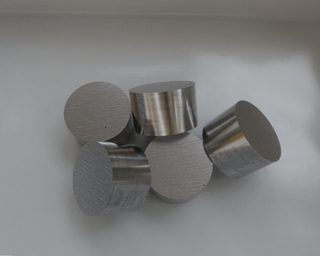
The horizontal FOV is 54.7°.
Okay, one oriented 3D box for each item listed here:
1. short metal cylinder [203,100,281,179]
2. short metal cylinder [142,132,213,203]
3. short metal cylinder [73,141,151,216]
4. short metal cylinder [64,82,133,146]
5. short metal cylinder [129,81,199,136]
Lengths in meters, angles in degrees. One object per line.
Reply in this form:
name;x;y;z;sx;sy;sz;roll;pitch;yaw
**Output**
short metal cylinder;0.097;0.014;0.369;0.080;0.050;0.080;27;44;-30
short metal cylinder;0.020;0.049;0.377;0.081;0.050;0.080;0;70;0
short metal cylinder;-0.056;0.056;0.351;0.050;0.080;0.080;7;63;-43
short metal cylinder;-0.076;-0.012;0.397;0.081;0.050;0.080;0;70;0
short metal cylinder;0.005;-0.026;0.381;0.081;0.080;0.050;-8;106;-3
